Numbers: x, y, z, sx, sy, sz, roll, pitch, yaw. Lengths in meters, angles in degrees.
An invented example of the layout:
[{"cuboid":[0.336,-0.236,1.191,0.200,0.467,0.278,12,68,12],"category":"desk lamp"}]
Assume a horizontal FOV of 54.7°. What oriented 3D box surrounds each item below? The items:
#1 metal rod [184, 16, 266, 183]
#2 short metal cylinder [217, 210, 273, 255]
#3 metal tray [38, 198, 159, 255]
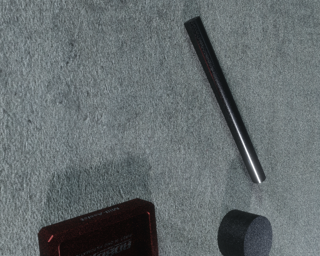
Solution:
[{"cuboid":[0.111,-0.032,0.497,0.025,0.025,0.299,-42,116,-32],"category":"metal rod"},{"cuboid":[0.140,0.179,0.506,0.081,0.050,0.079,0,90,-40],"category":"short metal cylinder"},{"cuboid":[-0.062,0.140,0.349,0.131,0.030,0.089,-8,95,-40],"category":"metal tray"}]
